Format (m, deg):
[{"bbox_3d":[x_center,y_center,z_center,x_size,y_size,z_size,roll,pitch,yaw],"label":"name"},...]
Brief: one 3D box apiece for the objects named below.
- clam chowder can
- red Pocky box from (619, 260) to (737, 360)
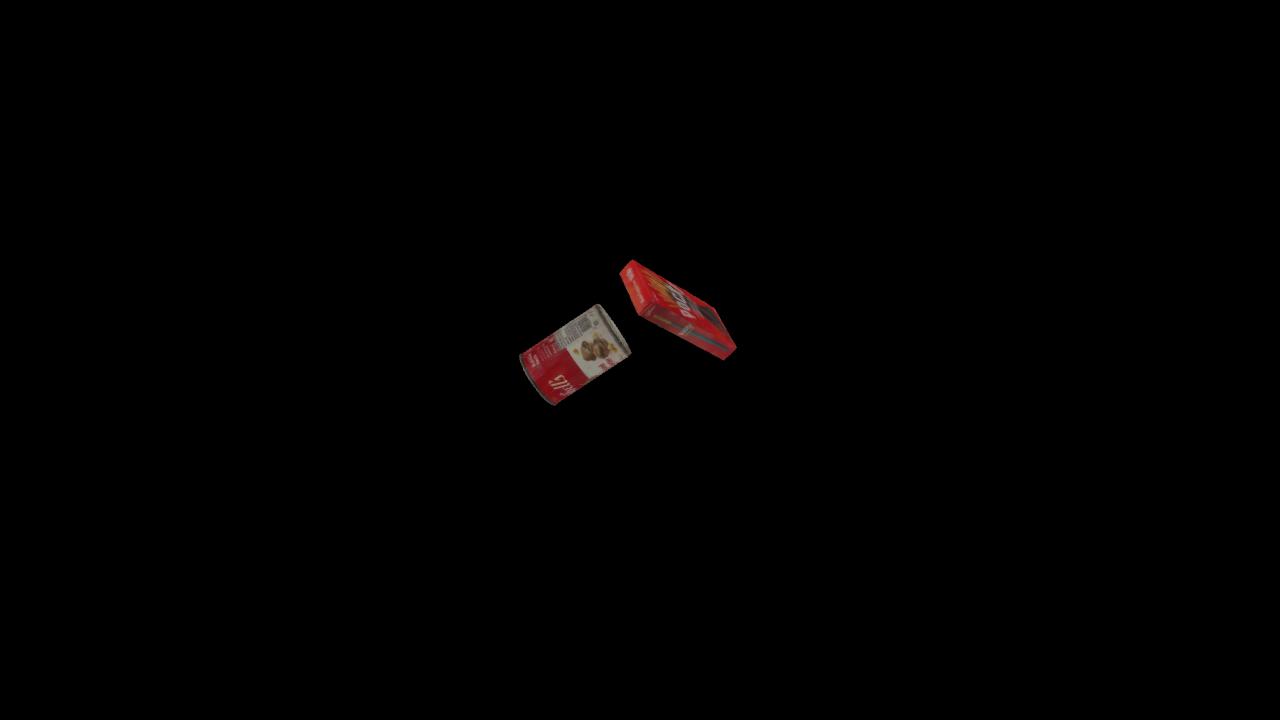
[{"bbox_3d":[-0.069,-0.006,0.662,0.102,0.068,0.068,-34,-2,4],"label":"clam chowder can"},{"bbox_3d":[0.048,-0.058,0.742,0.155,0.083,0.028,25,-59,-39],"label":"red Pocky box"}]
